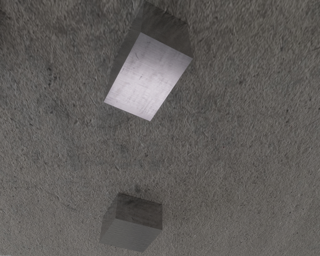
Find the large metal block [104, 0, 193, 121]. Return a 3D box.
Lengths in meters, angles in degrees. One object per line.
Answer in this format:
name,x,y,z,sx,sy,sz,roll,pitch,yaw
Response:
large metal block,-0.013,-0.068,0.313,0.050,0.080,0.080,23,127,-18

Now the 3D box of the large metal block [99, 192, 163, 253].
large metal block,-0.049,0.163,0.529,0.080,0.050,0.079,20,127,-16

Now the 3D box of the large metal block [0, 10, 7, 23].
large metal block,-0.216,-0.101,0.302,0.080,0.050,0.080,36,121,-27
